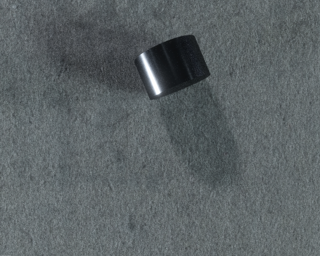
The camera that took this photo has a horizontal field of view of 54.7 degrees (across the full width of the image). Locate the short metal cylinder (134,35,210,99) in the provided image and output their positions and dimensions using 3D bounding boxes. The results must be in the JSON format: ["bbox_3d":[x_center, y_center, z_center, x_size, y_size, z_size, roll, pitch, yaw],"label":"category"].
[{"bbox_3d":[0.015,-0.073,0.383,0.080,0.080,0.050,-22,90,0],"label":"short metal cylinder"}]
